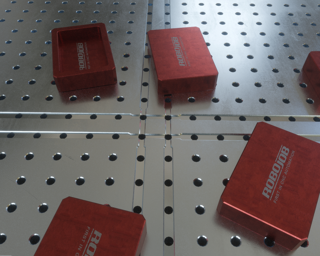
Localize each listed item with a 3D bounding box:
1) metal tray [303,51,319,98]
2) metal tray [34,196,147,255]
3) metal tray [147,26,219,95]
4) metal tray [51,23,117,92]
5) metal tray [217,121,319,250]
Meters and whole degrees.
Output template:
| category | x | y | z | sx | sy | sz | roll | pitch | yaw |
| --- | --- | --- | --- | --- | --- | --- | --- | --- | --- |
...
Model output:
| category | x | y | z | sx | sy | sz | roll | pitch | yaw |
| --- | --- | --- | --- | --- | --- | --- | --- | --- | --- |
| metal tray | 0.303 | -0.081 | 0.476 | 0.131 | 0.030 | 0.090 | -2 | 50 | -3 |
| metal tray | -0.073 | 0.136 | 0.289 | 0.090 | 0.030 | 0.130 | 12 | 51 | 9 |
| metal tray | 0.032 | -0.112 | 0.499 | 0.091 | 0.030 | 0.130 | -7 | 50 | -6 |
| metal tray | -0.125 | -0.118 | 0.502 | 0.091 | 0.030 | 0.130 | -10 | 51 | -9 |
| metal tray | 0.133 | 0.059 | 0.357 | 0.090 | 0.030 | 0.130 | 24 | 54 | 18 |
